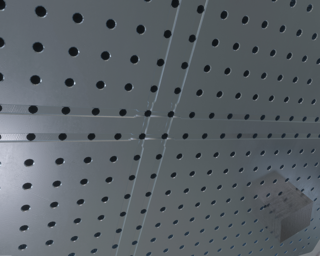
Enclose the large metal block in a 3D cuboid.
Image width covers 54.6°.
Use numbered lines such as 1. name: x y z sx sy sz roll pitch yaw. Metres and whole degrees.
1. large metal block: 0.268 0.182 0.653 0.080 0.050 0.080 -24 127 -14
